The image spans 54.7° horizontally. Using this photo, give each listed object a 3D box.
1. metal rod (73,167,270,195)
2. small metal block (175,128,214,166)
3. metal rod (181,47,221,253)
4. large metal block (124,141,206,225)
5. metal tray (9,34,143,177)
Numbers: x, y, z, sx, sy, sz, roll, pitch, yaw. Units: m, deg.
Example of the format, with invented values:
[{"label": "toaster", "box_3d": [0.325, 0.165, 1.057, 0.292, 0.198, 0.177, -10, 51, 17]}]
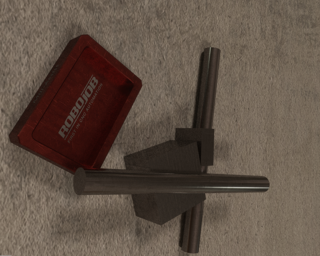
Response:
[{"label": "metal rod", "box_3d": [0.042, 0.067, 0.376, 0.302, 0.025, 0.025, 9, 84, -40]}, {"label": "small metal block", "box_3d": [0.047, 0.025, 0.431, 0.025, 0.050, 0.050, 3, 88, -40]}, {"label": "metal rod", "box_3d": [0.062, 0.028, 0.458, 0.025, 0.025, 0.298, 12, 82, -40]}, {"label": "large metal block", "box_3d": [0.008, 0.065, 0.397, 0.081, 0.050, 0.079, -17, 101, -39]}, {"label": "metal tray", "box_3d": [-0.083, -0.021, 0.332, 0.090, 0.030, 0.130, 38, 67, -34]}]
